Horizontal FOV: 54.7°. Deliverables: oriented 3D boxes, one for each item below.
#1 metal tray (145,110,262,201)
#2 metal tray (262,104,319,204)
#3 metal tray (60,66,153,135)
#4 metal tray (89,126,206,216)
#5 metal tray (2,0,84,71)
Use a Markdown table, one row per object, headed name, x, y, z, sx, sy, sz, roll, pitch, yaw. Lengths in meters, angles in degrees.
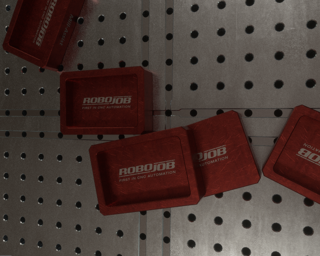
| name | x | y | z | sx | sy | sz | roll | pitch | yaw |
| --- | --- | --- | --- | --- | --- | --- | --- | --- | --- |
| metal tray | 0.050 | 0.040 | 0.392 | 0.130 | 0.030 | 0.090 | -20 | 84 | 18 |
| metal tray | 0.193 | 0.041 | 0.341 | 0.130 | 0.030 | 0.090 | 27 | 99 | 17 |
| metal tray | -0.077 | -0.036 | 0.435 | 0.130 | 0.030 | 0.089 | -1 | 90 | 19 |
| metal tray | -0.018 | 0.054 | 0.382 | 0.130 | 0.030 | 0.089 | -12 | 86 | 19 |
| metal tray | -0.177 | -0.163 | 0.470 | 0.090 | 0.030 | 0.129 | 26 | 98 | 17 |
